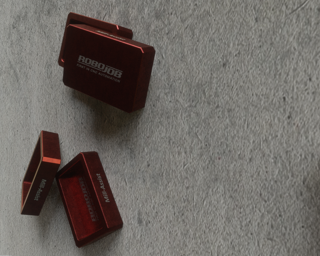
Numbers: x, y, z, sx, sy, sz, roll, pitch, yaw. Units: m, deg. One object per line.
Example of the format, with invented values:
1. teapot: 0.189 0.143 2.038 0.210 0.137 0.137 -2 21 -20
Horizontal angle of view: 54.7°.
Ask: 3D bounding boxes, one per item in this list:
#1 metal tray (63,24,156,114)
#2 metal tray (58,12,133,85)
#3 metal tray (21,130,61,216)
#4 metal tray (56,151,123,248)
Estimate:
1. metal tray: -0.076 -0.085 0.434 0.130 0.030 0.089 24 116 23
2. metal tray: -0.106 -0.125 0.489 0.130 0.030 0.089 28 107 36
3. metal tray: -0.217 0.081 0.558 0.129 0.030 0.090 -62 32 21
4. metal tray: -0.117 0.114 0.498 0.090 0.030 0.130 -37 67 33
